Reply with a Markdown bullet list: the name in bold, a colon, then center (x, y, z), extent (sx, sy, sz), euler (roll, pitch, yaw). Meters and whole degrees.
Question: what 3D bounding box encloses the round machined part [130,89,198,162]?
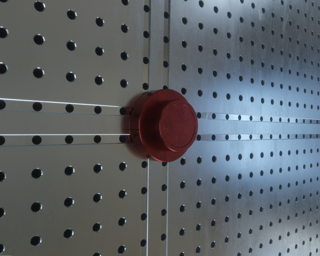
- **round machined part**: center (0.012, -0.003, 0.410), extent (0.099, 0.042, 0.097), euler (0, 90, -40)
